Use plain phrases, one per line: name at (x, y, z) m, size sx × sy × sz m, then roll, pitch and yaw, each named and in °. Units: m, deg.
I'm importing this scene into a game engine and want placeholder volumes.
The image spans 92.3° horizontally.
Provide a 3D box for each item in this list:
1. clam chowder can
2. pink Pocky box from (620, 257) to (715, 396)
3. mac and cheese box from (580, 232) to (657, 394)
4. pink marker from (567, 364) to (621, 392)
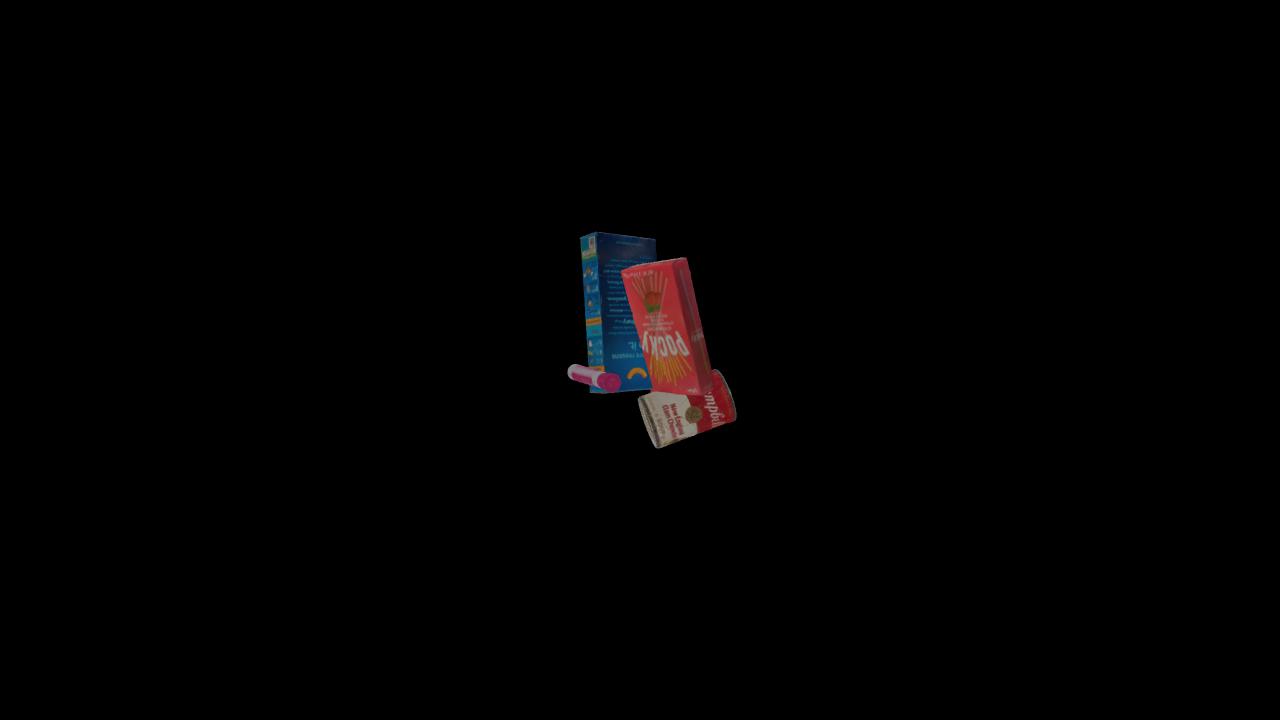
clam chowder can at (0.055, 0.059, 0.739) m, size 0.102 × 0.068 × 0.068 m, roll -19°, pitch 2°, yaw -6°
pink Pocky box at (0.032, -0.035, 0.703) m, size 0.029 × 0.155 × 0.084 m, roll -26°, pitch 18°, yaw -40°
mac and cheese box at (-0.020, -0.055, 0.735) m, size 0.093 × 0.184 × 0.041 m, roll -2°, pitch -1°, yaw -41°
pink marker at (-0.049, 0.018, 0.646) m, size 0.020 × 0.020 × 0.121 m, roll 0°, pitch 4°, yaw -24°
